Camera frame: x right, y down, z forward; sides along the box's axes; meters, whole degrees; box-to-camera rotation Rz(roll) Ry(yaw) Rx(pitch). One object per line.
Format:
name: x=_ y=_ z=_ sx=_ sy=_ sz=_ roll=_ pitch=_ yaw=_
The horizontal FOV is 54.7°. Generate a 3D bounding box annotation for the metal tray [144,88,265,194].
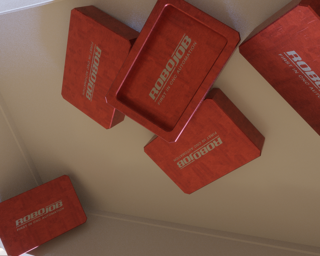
metal tray: x=0.051 y=0.022 z=0.391 sx=0.090 sy=0.030 sz=0.129 roll=47 pitch=129 yaw=-5

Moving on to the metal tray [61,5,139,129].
metal tray: x=-0.076 y=-0.073 z=0.390 sx=0.090 sy=0.030 sz=0.129 roll=34 pitch=129 yaw=16

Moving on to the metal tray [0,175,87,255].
metal tray: x=-0.202 y=0.146 z=0.524 sx=0.090 sy=0.131 sz=0.030 roll=66 pitch=158 yaw=2

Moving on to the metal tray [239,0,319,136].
metal tray: x=0.142 y=-0.048 z=0.267 sx=0.130 sy=0.030 sz=0.090 roll=44 pitch=163 yaw=-7

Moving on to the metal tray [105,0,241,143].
metal tray: x=0.012 y=-0.061 z=0.327 sx=0.090 sy=0.030 sz=0.129 roll=33 pitch=105 yaw=6
